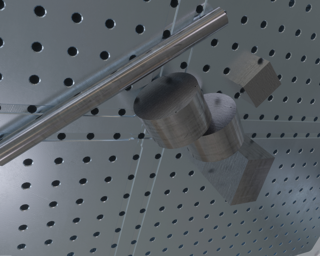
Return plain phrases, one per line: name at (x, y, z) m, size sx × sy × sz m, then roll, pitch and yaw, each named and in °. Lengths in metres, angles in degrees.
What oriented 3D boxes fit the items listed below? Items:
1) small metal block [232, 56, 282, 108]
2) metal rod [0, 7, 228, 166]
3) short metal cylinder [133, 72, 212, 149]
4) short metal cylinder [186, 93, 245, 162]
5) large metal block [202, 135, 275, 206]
small metal block at (0.140, -0.066, 0.448) m, size 0.050 × 0.025 × 0.050 m, roll -45°, pitch 130°, yaw 3°
metal rod at (-0.052, -0.051, 0.351) m, size 0.301 × 0.025 × 0.025 m, roll -33°, pitch 129°, yaw -7°
short metal cylinder at (0.016, -0.022, 0.371) m, size 0.080 × 0.080 × 0.050 m, roll -35°, pitch 129°, yaw -5°
short metal cylinder at (0.067, -0.002, 0.411) m, size 0.080 × 0.080 × 0.050 m, roll -33°, pitch 129°, yaw -7°
large metal block at (0.116, 0.058, 0.476) m, size 0.050 × 0.080 × 0.079 m, roll -1°, pitch 119°, yaw -28°
